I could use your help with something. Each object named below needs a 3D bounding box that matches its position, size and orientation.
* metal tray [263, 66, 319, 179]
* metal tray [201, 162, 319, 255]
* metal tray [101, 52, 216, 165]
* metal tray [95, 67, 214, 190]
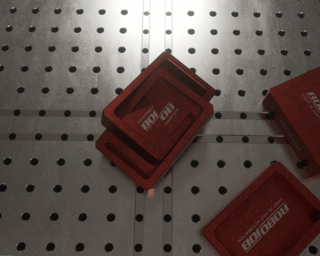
[{"bbox_3d":[0.213,-0.009,0.415,0.091,0.030,0.130,-24,72,-9],"label":"metal tray"},{"bbox_3d":[0.125,0.115,0.368,0.130,0.030,0.090,-39,75,-13],"label":"metal tray"},{"bbox_3d":[0.000,-0.028,0.398,0.090,0.030,0.130,39,63,2],"label":"metal tray"},{"bbox_3d":[-0.006,0.001,0.390,0.090,0.030,0.130,39,89,12],"label":"metal tray"}]
